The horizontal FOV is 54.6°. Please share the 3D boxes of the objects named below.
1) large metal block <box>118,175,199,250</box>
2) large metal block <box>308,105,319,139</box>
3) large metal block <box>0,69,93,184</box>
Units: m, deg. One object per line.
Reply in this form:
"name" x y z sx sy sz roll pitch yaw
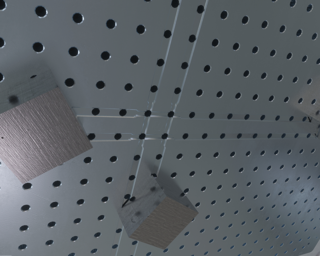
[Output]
"large metal block" -0.002 0.130 0.473 0.080 0.050 0.080 -49 129 6
"large metal block" 0.328 -0.017 0.562 0.080 0.050 0.080 -43 129 1
"large metal block" -0.129 -0.002 0.323 0.080 0.050 0.080 -28 128 -11
